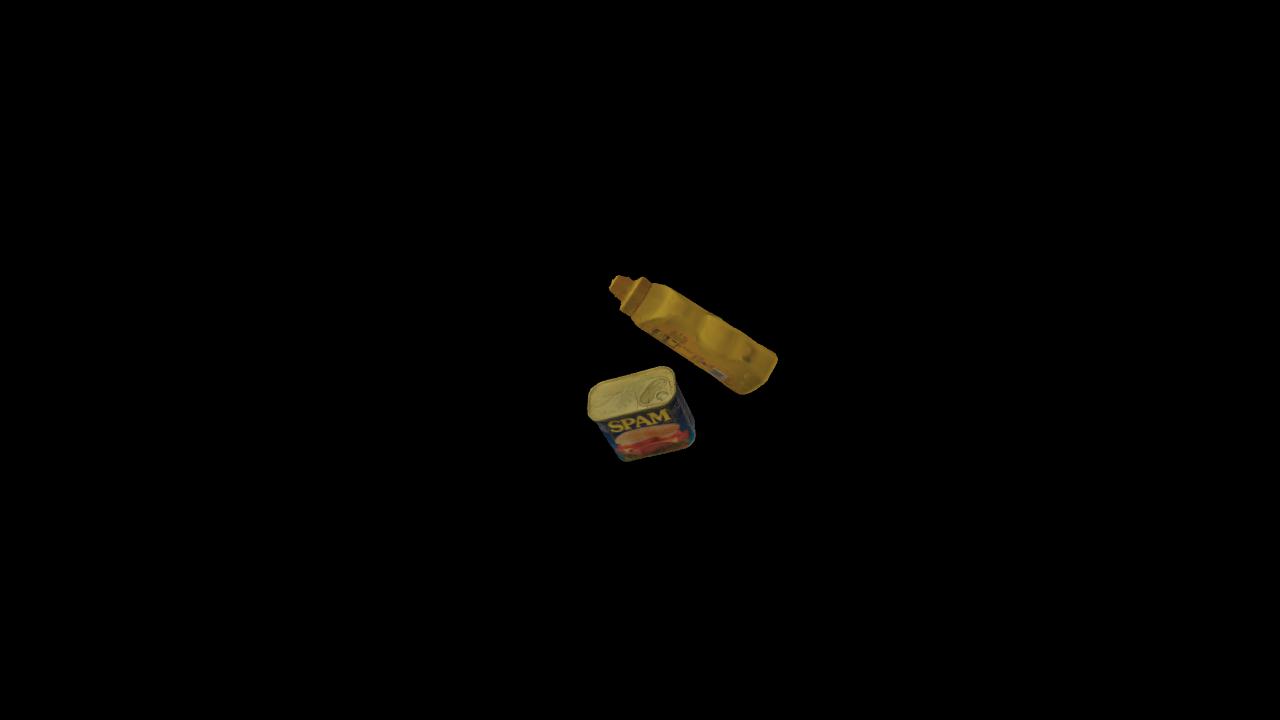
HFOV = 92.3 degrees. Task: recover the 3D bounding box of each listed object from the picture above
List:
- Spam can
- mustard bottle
[{"bbox_3d":[0.004,0.063,0.687,0.101,0.058,0.085,-14,-47,14],"label":"Spam can"},{"bbox_3d":[0.048,-0.032,0.641,0.184,0.054,0.092,32,-6,-7],"label":"mustard bottle"}]
